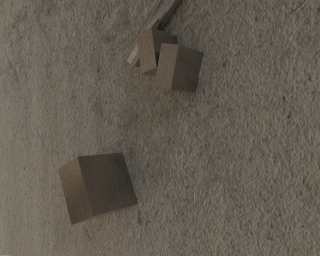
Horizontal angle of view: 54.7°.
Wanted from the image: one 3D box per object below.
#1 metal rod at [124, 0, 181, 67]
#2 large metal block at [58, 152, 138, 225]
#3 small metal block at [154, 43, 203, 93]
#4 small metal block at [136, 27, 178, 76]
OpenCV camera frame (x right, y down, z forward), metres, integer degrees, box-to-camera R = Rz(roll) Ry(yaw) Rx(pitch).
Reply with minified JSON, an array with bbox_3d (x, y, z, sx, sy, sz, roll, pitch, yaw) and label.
[{"bbox_3d":[0.040,-0.202,0.371,0.025,0.025,0.298,51,120,27],"label":"metal rod"},{"bbox_3d":[-0.088,0.084,0.442,0.050,0.081,0.080,-30,71,36],"label":"large metal block"},{"bbox_3d":[0.023,-0.070,0.370,0.025,0.050,0.050,17,101,39],"label":"small metal block"},{"bbox_3d":[0.000,-0.093,0.389,0.025,0.050,0.050,-12,82,39],"label":"small metal block"}]
